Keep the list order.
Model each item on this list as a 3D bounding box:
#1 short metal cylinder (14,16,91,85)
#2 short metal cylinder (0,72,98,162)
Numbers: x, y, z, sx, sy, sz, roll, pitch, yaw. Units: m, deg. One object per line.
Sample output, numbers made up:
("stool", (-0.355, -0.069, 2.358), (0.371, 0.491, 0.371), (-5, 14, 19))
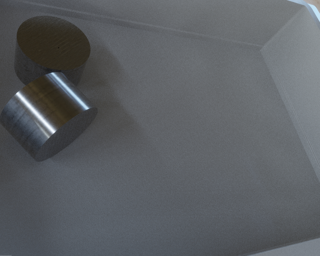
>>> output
("short metal cylinder", (-0.130, -0.087, 0.373), (0.081, 0.050, 0.080), (14, 56, -21))
("short metal cylinder", (-0.111, -0.011, 0.318), (0.050, 0.080, 0.080), (46, 51, 3))
